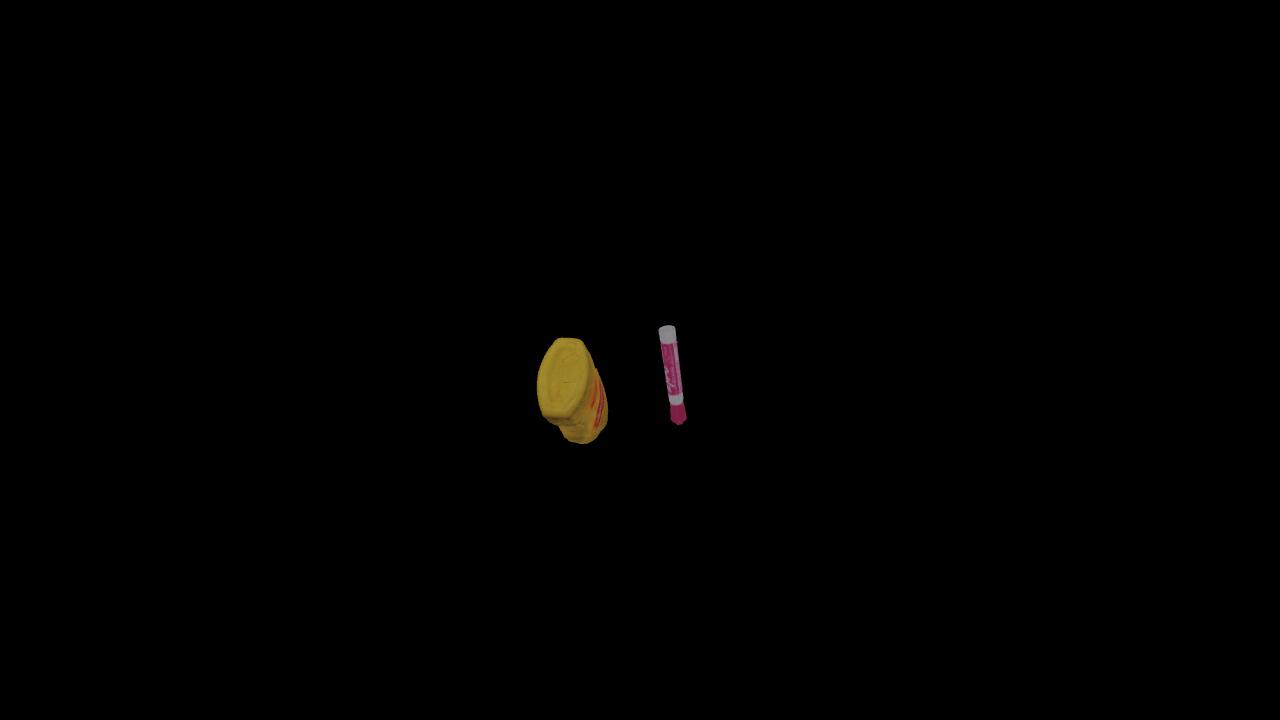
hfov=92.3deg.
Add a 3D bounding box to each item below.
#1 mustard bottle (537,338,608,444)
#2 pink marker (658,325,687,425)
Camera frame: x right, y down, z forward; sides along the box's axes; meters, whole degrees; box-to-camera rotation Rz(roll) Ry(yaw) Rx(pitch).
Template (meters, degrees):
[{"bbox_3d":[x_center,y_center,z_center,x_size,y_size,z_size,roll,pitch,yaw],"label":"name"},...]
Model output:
[{"bbox_3d":[-0.069,0.049,0.708,0.054,0.092,0.184,-1,-22,7],"label":"mustard bottle"},{"bbox_3d":[0.038,0.020,0.697,0.020,0.121,0.020,-8,24,3],"label":"pink marker"}]
